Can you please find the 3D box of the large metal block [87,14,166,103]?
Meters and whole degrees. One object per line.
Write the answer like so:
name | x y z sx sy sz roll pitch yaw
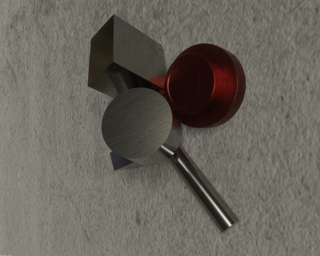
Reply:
large metal block | -0.040 -0.080 0.388 0.050 0.080 0.080 -33 48 36

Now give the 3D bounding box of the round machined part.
round machined part | 0.044 -0.049 0.357 0.098 0.042 0.097 0 90 39

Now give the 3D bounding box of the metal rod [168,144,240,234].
metal rod | -0.003 0.003 0.408 0.025 0.025 0.300 -52 60 27

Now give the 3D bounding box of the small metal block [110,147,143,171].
small metal block | -0.029 0.036 0.413 0.050 0.050 0.025 -26 73 36

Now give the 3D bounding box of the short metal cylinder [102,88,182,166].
short metal cylinder | -0.019 0.000 0.356 0.080 0.050 0.080 -4 73 15
